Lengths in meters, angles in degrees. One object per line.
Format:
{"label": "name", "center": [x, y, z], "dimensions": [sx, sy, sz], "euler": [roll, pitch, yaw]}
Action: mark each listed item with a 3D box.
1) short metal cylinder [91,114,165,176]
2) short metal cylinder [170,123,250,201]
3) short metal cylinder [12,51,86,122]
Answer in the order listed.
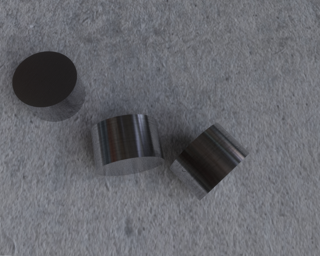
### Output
{"label": "short metal cylinder", "center": [-0.039, 0.023, 0.370], "dimensions": [0.081, 0.080, 0.050], "euler": [-10, 71, -4]}
{"label": "short metal cylinder", "center": [0.058, 0.040, 0.365], "dimensions": [0.080, 0.080, 0.050], "euler": [-40, 75, -13]}
{"label": "short metal cylinder", "center": [-0.145, -0.054, 0.413], "dimensions": [0.081, 0.050, 0.080], "euler": [0, 70, 0]}
